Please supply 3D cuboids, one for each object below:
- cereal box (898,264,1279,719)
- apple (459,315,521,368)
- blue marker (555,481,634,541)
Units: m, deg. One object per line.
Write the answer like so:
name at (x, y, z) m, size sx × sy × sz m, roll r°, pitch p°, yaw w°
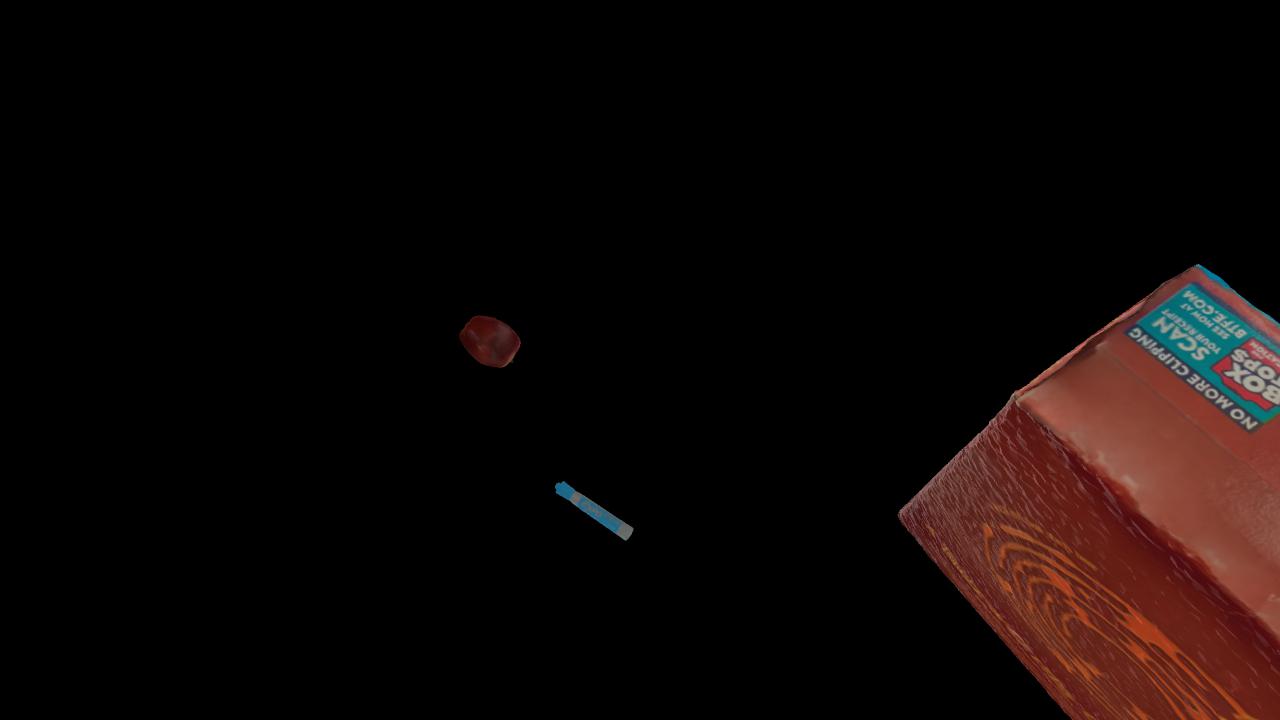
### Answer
cereal box at (0.232, 0.113, 0.277) m, size 0.081 × 0.203 × 0.306 m, roll -36°, pitch -26°, yaw -1°
apple at (-0.234, -0.028, 0.965) m, size 0.093 × 0.079 × 0.079 m, roll 40°, pitch -14°, yaw -18°
blue marker at (-0.063, 0.197, 0.811) m, size 0.121 × 0.020 × 0.020 m, roll 29°, pitch 11°, yaw 20°
